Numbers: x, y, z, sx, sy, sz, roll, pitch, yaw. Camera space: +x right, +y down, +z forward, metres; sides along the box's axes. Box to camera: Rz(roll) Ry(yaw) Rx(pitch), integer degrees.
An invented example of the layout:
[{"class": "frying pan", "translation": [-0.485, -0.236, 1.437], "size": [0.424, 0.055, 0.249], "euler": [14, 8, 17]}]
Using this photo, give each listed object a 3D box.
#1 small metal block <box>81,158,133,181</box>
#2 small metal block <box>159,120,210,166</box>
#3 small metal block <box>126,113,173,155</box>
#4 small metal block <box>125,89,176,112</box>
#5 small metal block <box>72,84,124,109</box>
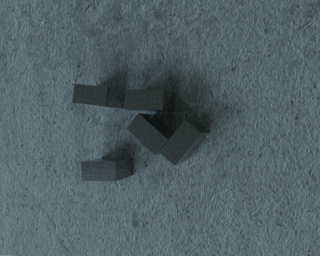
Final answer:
[{"class": "small metal block", "translation": [-0.071, 0.056, 0.421], "size": [0.050, 0.050, 0.025], "euler": [-3, 89, 20]}, {"class": "small metal block", "translation": [0.032, 0.017, 0.384], "size": [0.025, 0.050, 0.050], "euler": [41, 103, 15]}, {"class": "small metal block", "translation": [-0.007, 0.007, 0.398], "size": [0.050, 0.050, 0.025], "euler": [42, 103, 15]}, {"class": "small metal block", "translation": [-0.011, -0.035, 0.400], "size": [0.050, 0.050, 0.025], "euler": [2, 91, 20]}, {"class": "small metal block", "translation": [-0.083, -0.043, 0.425], "size": [0.050, 0.050, 0.025], "euler": [9, 93, 20]}]
